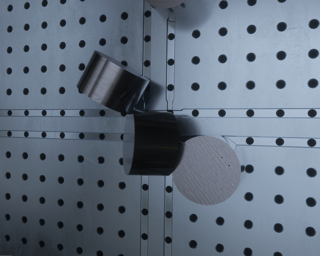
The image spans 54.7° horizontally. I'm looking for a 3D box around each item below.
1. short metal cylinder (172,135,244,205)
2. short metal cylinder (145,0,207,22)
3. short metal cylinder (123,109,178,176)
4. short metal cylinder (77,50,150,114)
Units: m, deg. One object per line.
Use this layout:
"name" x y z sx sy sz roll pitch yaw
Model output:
"short metal cylinder" 0.060 0.048 0.378 0.080 0.050 0.079 0 90 20
"short metal cylinder" 0.019 -0.183 0.393 0.080 0.050 0.079 0 90 20
"short metal cylinder" -0.014 0.018 0.381 0.050 0.080 0.079 4 92 -16
"short metal cylinder" -0.060 -0.059 0.405 0.080 0.080 0.050 33 101 17
